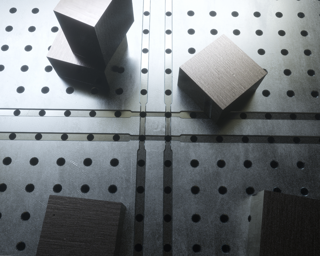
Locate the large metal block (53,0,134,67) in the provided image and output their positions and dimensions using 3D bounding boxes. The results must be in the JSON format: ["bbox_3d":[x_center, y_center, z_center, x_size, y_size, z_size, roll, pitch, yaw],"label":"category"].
[{"bbox_3d":[-0.075,-0.137,0.379,0.050,0.080,0.080,24,72,8],"label":"large metal block"}]

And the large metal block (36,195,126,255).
[{"bbox_3d":[-0.087,0.124,0.352,0.080,0.050,0.080,6,70,2],"label":"large metal block"}]

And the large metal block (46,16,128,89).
[{"bbox_3d":[-0.099,-0.110,0.438,0.080,0.050,0.080,16,71,5],"label":"large metal block"}]

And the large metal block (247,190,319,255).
[{"bbox_3d":[0.149,0.122,0.356,0.080,0.050,0.080,10,70,3],"label":"large metal block"}]

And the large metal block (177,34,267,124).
[{"bbox_3d":[0.082,-0.067,0.424,0.080,0.050,0.080,-39,75,-13],"label":"large metal block"}]
